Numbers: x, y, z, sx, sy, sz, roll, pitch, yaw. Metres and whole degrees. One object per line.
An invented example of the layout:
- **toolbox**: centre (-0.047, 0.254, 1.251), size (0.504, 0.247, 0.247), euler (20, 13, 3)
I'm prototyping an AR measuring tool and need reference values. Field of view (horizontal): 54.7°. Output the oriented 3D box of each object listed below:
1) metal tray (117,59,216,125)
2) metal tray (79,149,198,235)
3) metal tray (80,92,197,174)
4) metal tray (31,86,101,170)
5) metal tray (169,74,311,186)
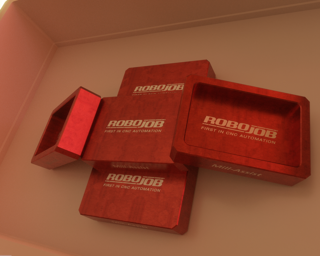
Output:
- **metal tray**: centre (0.004, -0.044, 0.424), size (0.130, 0.030, 0.090), euler (0, 61, 27)
- **metal tray**: centre (-0.025, 0.070, 0.370), size (0.130, 0.030, 0.090), euler (0, 61, 27)
- **metal tray**: centre (-0.024, 0.005, 0.372), size (0.130, 0.030, 0.090), euler (-1, 61, 27)
- **metal tray**: centre (-0.133, 0.005, 0.429), size (0.130, 0.030, 0.090), euler (-20, 49, 53)
- **metal tray**: centre (0.082, 0.001, 0.317), size (0.131, 0.030, 0.090), euler (12, 65, 1)
